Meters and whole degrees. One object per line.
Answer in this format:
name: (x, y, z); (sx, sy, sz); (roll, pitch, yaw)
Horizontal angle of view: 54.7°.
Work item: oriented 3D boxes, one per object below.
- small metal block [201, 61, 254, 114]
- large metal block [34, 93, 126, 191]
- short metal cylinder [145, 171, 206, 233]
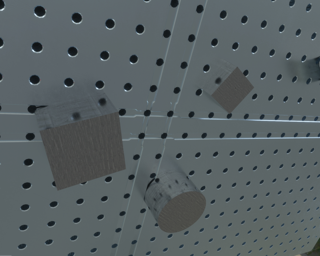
small metal block: (0.094, -0.056, 0.428); (0.050, 0.025, 0.050); (-48, 129, 6)
large metal block: (-0.089, 0.014, 0.355); (0.081, 0.050, 0.079); (-16, 125, -20)
short metal cylinder: (0.023, 0.114, 0.478); (0.081, 0.050, 0.079); (-14, 124, -21)
